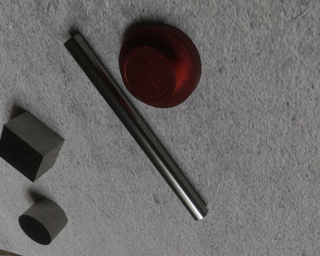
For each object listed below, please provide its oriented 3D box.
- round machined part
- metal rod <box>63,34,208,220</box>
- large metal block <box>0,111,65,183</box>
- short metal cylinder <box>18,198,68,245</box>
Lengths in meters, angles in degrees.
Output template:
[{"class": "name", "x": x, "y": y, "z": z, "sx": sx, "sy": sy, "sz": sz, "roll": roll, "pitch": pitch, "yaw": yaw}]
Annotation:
[{"class": "round machined part", "x": -0.006, "y": -0.066, "z": 0.357, "sx": 0.098, "sy": 0.042, "sz": 0.097, "roll": 13, "pitch": 124, "yaw": 20}, {"class": "metal rod", "x": -0.026, "y": 0.007, "z": 0.423, "sx": 0.025, "sy": 0.025, "sz": 0.299, "roll": -27, "pitch": 104, "yaw": 37}, {"class": "large metal block", "x": -0.219, "y": 0.032, "z": 0.523, "sx": 0.080, "sy": 0.050, "sz": 0.080, "roll": 38, "pitch": 129, "yaw": 2}, {"class": "short metal cylinder", "x": -0.237, "y": 0.190, "z": 0.630, "sx": 0.080, "sy": 0.050, "sz": 0.079, "roll": 13, "pitch": 124, "yaw": 20}]
